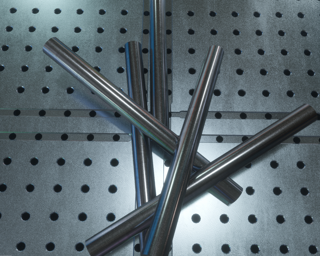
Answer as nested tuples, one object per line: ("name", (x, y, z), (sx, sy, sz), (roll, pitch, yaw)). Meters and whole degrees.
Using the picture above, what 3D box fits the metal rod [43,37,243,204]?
("metal rod", (-0.022, -0.011, 0.387), (0.300, 0.025, 0.025), (39, 74, 2))

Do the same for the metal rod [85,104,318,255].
("metal rod", (0.053, 0.058, 0.357), (0.301, 0.025, 0.025), (-31, 73, -7))

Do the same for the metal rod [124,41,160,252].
("metal rod", (-0.024, 0.019, 0.404), (0.025, 0.025, 0.299), (-5, 70, -2))

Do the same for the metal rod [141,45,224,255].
("metal rod", (0.038, 0.005, 0.372), (0.025, 0.025, 0.300), (17, 56, 6))

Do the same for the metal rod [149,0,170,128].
("metal rod", (-0.003, -0.136, 0.461), (0.025, 0.025, 0.299), (-1, 70, -1))
